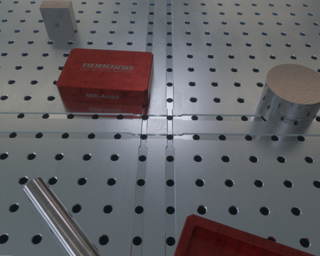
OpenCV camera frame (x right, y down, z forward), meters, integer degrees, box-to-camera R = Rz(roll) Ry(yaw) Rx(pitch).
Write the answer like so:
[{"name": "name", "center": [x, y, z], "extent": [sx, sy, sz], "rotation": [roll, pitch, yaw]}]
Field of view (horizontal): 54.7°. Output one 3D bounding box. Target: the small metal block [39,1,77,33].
[{"name": "small metal block", "center": [-0.182, -0.199, 0.557], "extent": [0.050, 0.050, 0.025], "rotation": [0, 50, 0]}]

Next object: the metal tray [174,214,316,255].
[{"name": "metal tray", "center": [0.074, 0.144, 0.283], "extent": [0.130, 0.030, 0.090], "rotation": [16, 52, 13]}]

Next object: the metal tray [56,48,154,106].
[{"name": "metal tray", "center": [-0.079, -0.080, 0.471], "extent": [0.131, 0.030, 0.090], "rotation": [4, 50, 3]}]

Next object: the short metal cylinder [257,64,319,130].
[{"name": "short metal cylinder", "center": [0.182, -0.044, 0.430], "extent": [0.081, 0.050, 0.080], "rotation": [0, 50, 0]}]

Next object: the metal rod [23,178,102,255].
[{"name": "metal rod", "center": [-0.041, 0.151, 0.280], "extent": [0.025, 0.025, 0.300], "rotation": [-35, 58, -26]}]
